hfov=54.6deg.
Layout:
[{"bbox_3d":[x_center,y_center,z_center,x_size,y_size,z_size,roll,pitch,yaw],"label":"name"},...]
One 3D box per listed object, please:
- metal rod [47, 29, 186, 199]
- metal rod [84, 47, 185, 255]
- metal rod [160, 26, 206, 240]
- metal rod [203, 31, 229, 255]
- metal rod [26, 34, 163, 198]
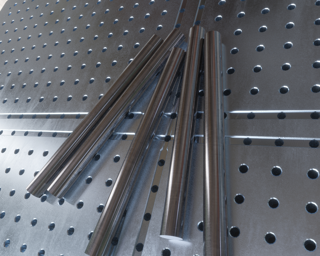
[{"bbox_3d":[-0.059,-0.027,0.457,0.025,0.025,0.300,29,77,37],"label":"metal rod"},{"bbox_3d":[-0.023,0.018,0.411,0.025,0.025,0.300,8,66,32],"label":"metal rod"},{"bbox_3d":[0.034,-0.014,0.400,0.025,0.025,0.300,-5,59,26],"label":"metal rod"},{"bbox_3d":[0.065,-0.002,0.376,0.025,0.025,0.300,-9,57,23],"label":"metal rod"},{"bbox_3d":[-0.092,-0.023,0.471,0.025,0.025,0.300,31,79,38],"label":"metal rod"}]
